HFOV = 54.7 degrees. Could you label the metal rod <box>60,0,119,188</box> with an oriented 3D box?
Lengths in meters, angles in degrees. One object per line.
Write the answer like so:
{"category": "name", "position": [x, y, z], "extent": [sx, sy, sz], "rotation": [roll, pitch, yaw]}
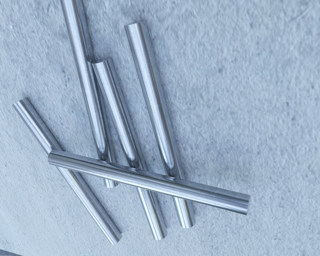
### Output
{"category": "metal rod", "position": [-0.092, -0.041, 0.428], "extent": [0.025, 0.025, 0.298], "rotation": [7, 122, 24]}

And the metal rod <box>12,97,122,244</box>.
{"category": "metal rod", "position": [-0.153, 0.082, 0.535], "extent": [0.025, 0.025, 0.299], "rotation": [-19, 109, 35]}

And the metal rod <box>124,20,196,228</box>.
{"category": "metal rod", "position": [0.007, 0.013, 0.409], "extent": [0.025, 0.025, 0.298], "rotation": [-1, 118, 28]}

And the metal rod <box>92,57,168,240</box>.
{"category": "metal rod", "position": [-0.037, 0.045, 0.452], "extent": [0.025, 0.025, 0.298], "rotation": [-2, 118, 29]}

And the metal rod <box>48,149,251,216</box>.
{"category": "metal rod", "position": [-0.030, 0.070, 0.430], "extent": [0.301, 0.025, 0.025], "rotation": [10, 123, 22]}
